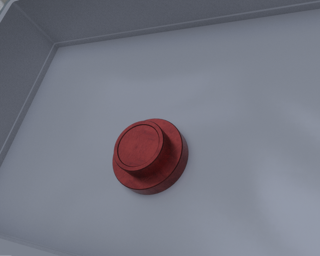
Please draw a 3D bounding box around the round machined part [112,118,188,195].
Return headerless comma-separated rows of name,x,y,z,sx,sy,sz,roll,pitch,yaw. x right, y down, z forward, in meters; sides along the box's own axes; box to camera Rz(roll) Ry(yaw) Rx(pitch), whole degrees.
round machined part,-0.018,0.030,0.387,0.098,0.042,0.098,-13,56,21
